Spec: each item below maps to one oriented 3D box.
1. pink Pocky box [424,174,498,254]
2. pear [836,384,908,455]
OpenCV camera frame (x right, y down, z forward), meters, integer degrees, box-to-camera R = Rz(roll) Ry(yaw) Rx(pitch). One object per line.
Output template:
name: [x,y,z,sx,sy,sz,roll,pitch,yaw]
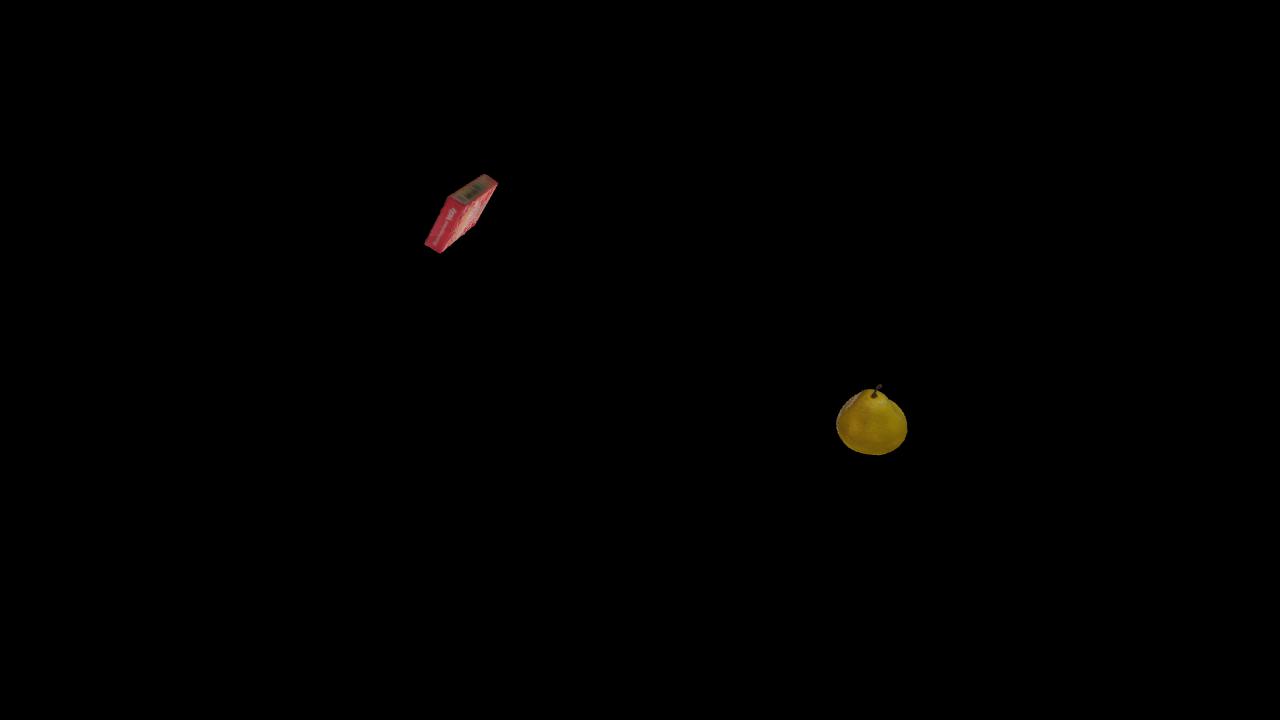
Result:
pink Pocky box: [-0.262,-0.219,0.910,0.029,0.084,0.155,33,26,-11]
pear: [0.269,0.065,0.724,0.080,0.080,0.111,0,-36,31]
